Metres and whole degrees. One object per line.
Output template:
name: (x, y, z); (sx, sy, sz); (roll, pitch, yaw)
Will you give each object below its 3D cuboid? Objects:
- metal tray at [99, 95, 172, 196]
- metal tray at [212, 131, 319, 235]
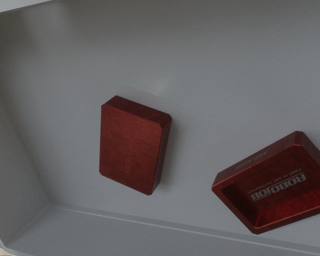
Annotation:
metal tray: (-0.039, 0.027, 0.441); (0.090, 0.030, 0.129); (20, 126, 15)
metal tray: (0.140, 0.072, 0.375); (0.090, 0.030, 0.129); (47, 129, -5)
